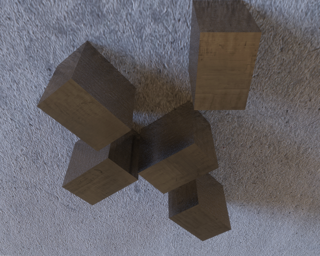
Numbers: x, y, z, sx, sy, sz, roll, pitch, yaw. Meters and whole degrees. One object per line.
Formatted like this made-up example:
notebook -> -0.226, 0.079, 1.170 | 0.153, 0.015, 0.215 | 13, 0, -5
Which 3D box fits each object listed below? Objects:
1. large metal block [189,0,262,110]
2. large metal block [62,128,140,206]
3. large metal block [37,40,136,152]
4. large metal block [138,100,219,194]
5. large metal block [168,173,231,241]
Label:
large metal block -> 0.058, -0.074, 0.309 | 0.050, 0.080, 0.079 | 0, 130, 0
large metal block -> -0.073, 0.041, 0.406 | 0.080, 0.080, 0.050 | -32, 123, 24
large metal block -> -0.074, -0.035, 0.340 | 0.050, 0.080, 0.080 | -32, 123, 24
large metal block -> 0.021, 0.024, 0.392 | 0.080, 0.080, 0.050 | -30, 124, 23
large metal block -> 0.057, 0.109, 0.464 | 0.050, 0.080, 0.080 | -33, 123, 25
